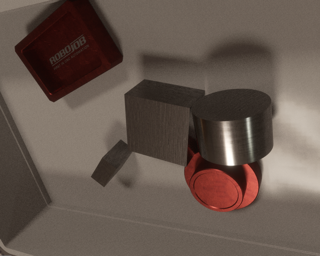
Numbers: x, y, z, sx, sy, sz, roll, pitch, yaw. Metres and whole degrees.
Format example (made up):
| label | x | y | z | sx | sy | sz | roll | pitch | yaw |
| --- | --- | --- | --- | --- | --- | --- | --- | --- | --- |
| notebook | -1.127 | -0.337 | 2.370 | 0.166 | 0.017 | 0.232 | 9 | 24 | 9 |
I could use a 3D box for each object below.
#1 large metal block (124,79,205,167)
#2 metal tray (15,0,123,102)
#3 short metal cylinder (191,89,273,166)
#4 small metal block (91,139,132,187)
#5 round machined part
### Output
| label | x | y | z | sx | sy | sz | roll | pitch | yaw |
| --- | --- | --- | --- | --- | --- | --- | --- | --- | --- |
| large metal block | 0.006 | -0.008 | 0.383 | 0.080 | 0.050 | 0.079 | 14 | 124 | 21 |
| metal tray | -0.123 | -0.097 | 0.407 | 0.130 | 0.030 | 0.090 | -21 | 108 | 35 |
| short metal cylinder | 0.077 | -0.004 | 0.330 | 0.080 | 0.080 | 0.050 | 2 | 119 | 27 |
| small metal block | -0.070 | 0.052 | 0.460 | 0.025 | 0.050 | 0.050 | 38 | 129 | 2 |
| round machined part | 0.077 | 0.068 | 0.399 | 0.098 | 0.042 | 0.097 | 13 | 124 | 20 |
